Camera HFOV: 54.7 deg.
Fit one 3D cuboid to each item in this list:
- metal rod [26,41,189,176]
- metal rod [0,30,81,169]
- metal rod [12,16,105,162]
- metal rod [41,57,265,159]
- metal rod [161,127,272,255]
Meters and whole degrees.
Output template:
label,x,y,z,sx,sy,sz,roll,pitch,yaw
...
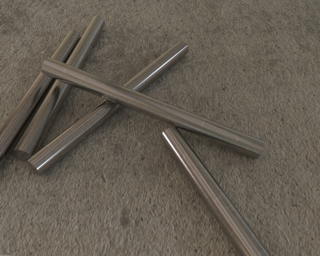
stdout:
label,x,y,z,sx,sy,sz,roll,pitch,yaw
metal rod,-0.055,-0.043,0.438,0.025,0.025,0.301,31,56,23
metal rod,-0.177,-0.045,0.438,0.025,0.025,0.300,9,50,7
metal rod,-0.139,-0.079,0.467,0.025,0.025,0.300,8,50,6
metal rod,-0.015,-0.028,0.402,0.301,0.025,0.025,22,53,7
metal rod,0.083,0.109,0.312,0.025,0.025,0.300,-22,54,-18
